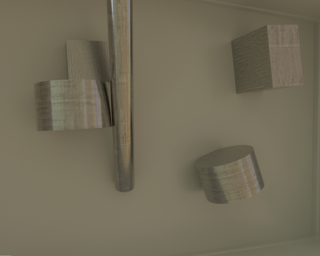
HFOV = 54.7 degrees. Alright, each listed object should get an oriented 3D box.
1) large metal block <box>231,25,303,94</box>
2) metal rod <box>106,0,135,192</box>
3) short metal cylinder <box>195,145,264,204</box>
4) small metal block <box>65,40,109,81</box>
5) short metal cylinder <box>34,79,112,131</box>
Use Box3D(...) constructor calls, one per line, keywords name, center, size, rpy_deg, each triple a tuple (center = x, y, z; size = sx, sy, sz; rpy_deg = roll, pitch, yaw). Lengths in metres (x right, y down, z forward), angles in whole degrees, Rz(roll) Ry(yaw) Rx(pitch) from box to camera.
Box3D(name="large metal block", center=(0.149, -0.094, 0.438), size=(0.050, 0.080, 0.079), rpy_deg=(-7, 93, -20))
Box3D(name="metal rod", center=(-0.041, -0.059, 0.331), size=(0.025, 0.025, 0.298), rpy_deg=(-9, 118, -20))
Box3D(name="short metal cylinder", center=(0.093, 0.060, 0.417), size=(0.081, 0.080, 0.050), rpy_deg=(-21, 98, -19))
Box3D(name="small metal block", center=(-0.088, -0.079, 0.379), size=(0.050, 0.025, 0.050), rpy_deg=(-4, 92, -20))
Box3D(name="short metal cylinder", center=(-0.096, -0.024, 0.346), size=(0.081, 0.080, 0.050), rpy_deg=(-4, 92, -20))
